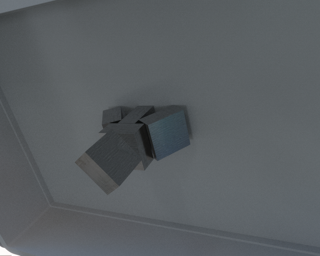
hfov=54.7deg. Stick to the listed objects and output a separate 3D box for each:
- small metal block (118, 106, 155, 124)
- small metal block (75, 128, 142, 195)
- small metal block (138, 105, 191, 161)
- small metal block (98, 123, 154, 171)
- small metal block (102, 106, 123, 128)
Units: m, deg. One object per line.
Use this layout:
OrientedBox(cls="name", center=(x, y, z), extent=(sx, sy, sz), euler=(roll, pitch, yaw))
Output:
OrientedBox(cls="small metal block", center=(-0.025, 0.004, 0.406), extent=(0.025, 0.050, 0.050), euler=(1, 119, 28))
OrientedBox(cls="small metal block", center=(-0.056, 0.037, 0.344), extent=(0.050, 0.050, 0.025), euler=(46, 129, -4))
OrientedBox(cls="small metal block", center=(0.006, 0.006, 0.388), extent=(0.025, 0.050, 0.050), euler=(29, 138, 55))
OrientedBox(cls="small metal block", center=(-0.040, 0.022, 0.376), extent=(0.050, 0.025, 0.050), euler=(1, 119, 28))
OrientedBox(cls="small metal block", center=(-0.059, 0.004, 0.420), extent=(0.025, 0.050, 0.050), euler=(-15, 115, -2))
